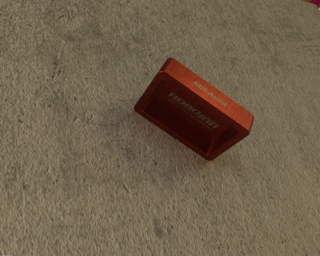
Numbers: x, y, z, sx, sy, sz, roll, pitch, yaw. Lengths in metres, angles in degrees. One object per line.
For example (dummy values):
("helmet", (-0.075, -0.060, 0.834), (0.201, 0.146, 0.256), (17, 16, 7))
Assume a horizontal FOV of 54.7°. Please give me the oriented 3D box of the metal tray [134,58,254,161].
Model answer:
("metal tray", (0.041, -0.019, 0.399), (0.130, 0.090, 0.030), (34, 51, -6))
